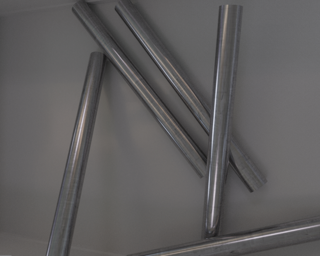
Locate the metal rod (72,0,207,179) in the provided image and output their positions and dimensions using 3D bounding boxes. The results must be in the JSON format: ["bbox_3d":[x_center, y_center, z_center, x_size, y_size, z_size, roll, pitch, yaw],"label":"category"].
[{"bbox_3d":[-0.028,-0.060,0.420,0.025,0.025,0.300,-41,77,15],"label":"metal rod"}]

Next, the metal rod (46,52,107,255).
[{"bbox_3d":[-0.102,0.036,0.386,0.025,0.025,0.299,-3,66,20],"label":"metal rod"}]

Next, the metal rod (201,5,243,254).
[{"bbox_3d":[0.069,0.018,0.358,0.025,0.025,0.298,7,103,20],"label":"metal rod"}]

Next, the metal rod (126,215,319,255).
[{"bbox_3d":[0.106,0.127,0.349,0.301,0.025,0.025,-15,85,10],"label":"metal rod"}]

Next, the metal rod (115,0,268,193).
[{"bbox_3d":[0.033,-0.050,0.398,0.025,0.025,0.299,-39,78,16],"label":"metal rod"}]
